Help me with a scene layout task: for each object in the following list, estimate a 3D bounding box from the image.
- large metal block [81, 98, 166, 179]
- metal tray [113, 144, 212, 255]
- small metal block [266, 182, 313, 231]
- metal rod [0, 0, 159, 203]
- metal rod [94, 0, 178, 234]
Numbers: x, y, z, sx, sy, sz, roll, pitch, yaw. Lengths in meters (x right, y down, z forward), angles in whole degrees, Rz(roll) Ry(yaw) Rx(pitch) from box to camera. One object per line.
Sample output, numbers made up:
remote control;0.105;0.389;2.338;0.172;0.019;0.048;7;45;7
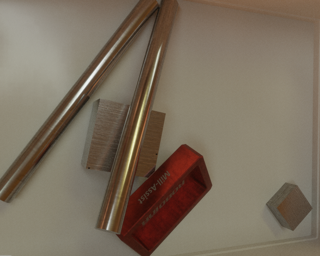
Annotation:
large metal block;-0.046;0.013;0.381;0.081;0.050;0.080;12;86;-20
metal tray;0.006;0.092;0.384;0.130;0.030;0.090;-44;144;-15
small metal block;0.204;0.123;0.488;0.050;0.025;0.050;-41;103;-16
metal rod;-0.095;-0.045;0.376;0.025;0.025;0.300;38;78;-17
metal rod;-0.018;-0.035;0.354;0.025;0.025;0.299;22;63;-19
